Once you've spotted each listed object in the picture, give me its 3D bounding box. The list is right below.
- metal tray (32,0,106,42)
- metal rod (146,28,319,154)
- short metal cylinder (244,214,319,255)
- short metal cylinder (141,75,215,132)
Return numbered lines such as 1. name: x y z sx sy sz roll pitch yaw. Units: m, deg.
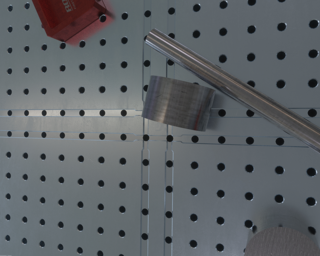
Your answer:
1. metal tray: -0.147 -0.208 0.461 0.090 0.030 0.130 -28 81 17
2. metal rod: 0.106 -0.038 0.374 0.300 0.025 0.025 36 101 16
3. short metal cylinder: 0.139 0.144 0.350 0.080 0.050 0.080 0 90 20
4. short metal cylinder: 0.022 -0.030 0.375 0.080 0.080 0.050 15 95 19
